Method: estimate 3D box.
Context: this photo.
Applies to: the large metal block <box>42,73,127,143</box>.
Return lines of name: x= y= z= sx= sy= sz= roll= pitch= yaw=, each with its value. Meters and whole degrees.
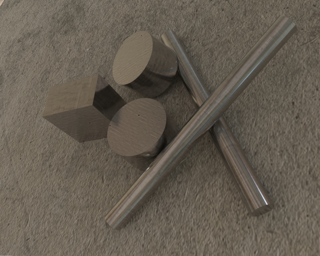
large metal block: x=-0.101 y=-0.024 z=0.437 sx=0.080 sy=0.080 sz=0.050 roll=-10 pitch=57 yaw=22

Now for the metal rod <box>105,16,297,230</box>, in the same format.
metal rod: x=0.042 y=-0.002 z=0.352 sx=0.299 sy=0.025 sz=0.025 roll=-49 pitch=51 yaw=5

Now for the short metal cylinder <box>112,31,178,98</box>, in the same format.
short metal cylinder: x=-0.022 y=-0.089 z=0.439 sx=0.080 sy=0.050 sz=0.080 roll=-20 pitch=60 yaw=38

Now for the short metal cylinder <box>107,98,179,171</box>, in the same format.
short metal cylinder: x=-0.019 y=0.009 z=0.392 sx=0.080 sy=0.050 sz=0.080 roll=-13 pitch=56 yaw=21

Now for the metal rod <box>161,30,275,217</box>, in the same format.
metal rod: x=0.057 y=-0.031 z=0.392 sx=0.025 sy=0.025 sz=0.299 roll=-29 pitch=52 yaw=10
